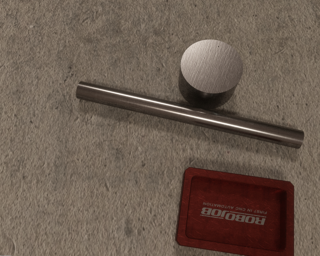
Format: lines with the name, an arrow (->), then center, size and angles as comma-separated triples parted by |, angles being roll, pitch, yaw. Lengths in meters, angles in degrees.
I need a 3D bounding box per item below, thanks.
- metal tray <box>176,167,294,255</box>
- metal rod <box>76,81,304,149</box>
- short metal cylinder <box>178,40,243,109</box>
metal tray -> 0.088, 0.102, 0.369 | 0.131, 0.030, 0.090 | 8, 70, 2
metal rod -> 0.036, -0.019, 0.415 | 0.302, 0.025, 0.025 | 13, 71, 4
short metal cylinder -> 0.067, -0.072, 0.422 | 0.081, 0.050, 0.080 | 0, 70, 0
